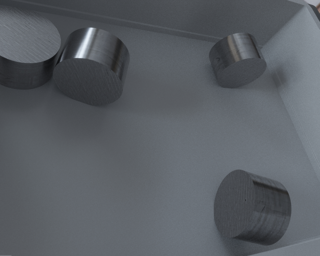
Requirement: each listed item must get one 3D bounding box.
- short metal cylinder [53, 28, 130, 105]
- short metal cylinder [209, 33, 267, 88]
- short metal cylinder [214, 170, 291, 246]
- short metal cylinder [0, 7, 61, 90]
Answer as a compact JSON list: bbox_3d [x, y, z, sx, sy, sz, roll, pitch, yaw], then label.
[{"bbox_3d":[-0.080,-0.072,0.372,0.081,0.080,0.050,19,54,-17],"label":"short metal cylinder"},{"bbox_3d":[0.126,-0.109,0.507,0.081,0.080,0.050,1,61,-28],"label":"short metal cylinder"},{"bbox_3d":[0.108,0.095,0.373,0.050,0.080,0.080,19,54,-18],"label":"short metal cylinder"},{"bbox_3d":[-0.161,-0.092,0.359,0.081,0.050,0.080,14,56,-21],"label":"short metal cylinder"}]
